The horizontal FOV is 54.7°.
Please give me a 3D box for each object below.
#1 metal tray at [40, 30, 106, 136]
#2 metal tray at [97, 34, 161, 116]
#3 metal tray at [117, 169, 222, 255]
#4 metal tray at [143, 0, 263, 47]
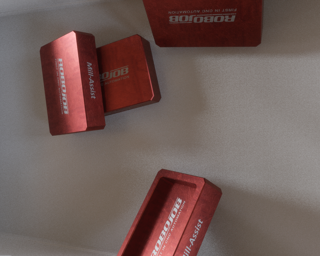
[{"bbox_3d":[-0.123,-0.058,0.430,0.090,0.030,0.129,-7,90,40],"label":"metal tray"},{"bbox_3d":[-0.071,-0.066,0.432,0.130,0.030,0.090,-13,86,19],"label":"metal tray"},{"bbox_3d":[0.007,0.115,0.352,0.090,0.030,0.130,2,60,56],"label":"metal tray"},{"bbox_3d":[0.050,-0.138,0.357,0.130,0.090,0.030,5,56,19],"label":"metal tray"}]
